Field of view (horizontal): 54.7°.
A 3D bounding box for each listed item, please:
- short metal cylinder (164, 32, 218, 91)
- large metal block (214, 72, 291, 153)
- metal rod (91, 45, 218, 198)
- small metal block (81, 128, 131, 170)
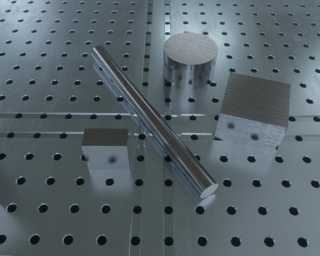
[{"bbox_3d":[0.046,-0.104,0.479,0.081,0.050,0.080,0,50,0],"label":"short metal cylinder"},{"bbox_3d":[0.123,-0.022,0.412,0.080,0.050,0.080,14,51,11],"label":"large metal block"},{"bbox_3d":[-0.023,-0.027,0.430,0.025,0.025,0.300,-25,55,-20],"label":"metal rod"},{"bbox_3d":[-0.062,0.026,0.369,0.050,0.050,0.025,0,50,0],"label":"small metal block"}]
